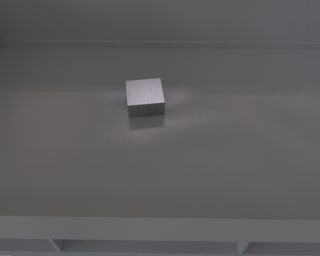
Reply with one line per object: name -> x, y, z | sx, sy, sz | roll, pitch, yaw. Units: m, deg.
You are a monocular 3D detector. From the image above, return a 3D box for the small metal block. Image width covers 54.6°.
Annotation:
small metal block -> -0.021, -0.043, 0.442 | 0.050, 0.025, 0.050 | -5, 50, -5
